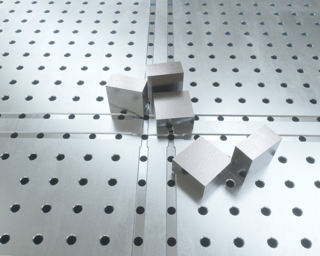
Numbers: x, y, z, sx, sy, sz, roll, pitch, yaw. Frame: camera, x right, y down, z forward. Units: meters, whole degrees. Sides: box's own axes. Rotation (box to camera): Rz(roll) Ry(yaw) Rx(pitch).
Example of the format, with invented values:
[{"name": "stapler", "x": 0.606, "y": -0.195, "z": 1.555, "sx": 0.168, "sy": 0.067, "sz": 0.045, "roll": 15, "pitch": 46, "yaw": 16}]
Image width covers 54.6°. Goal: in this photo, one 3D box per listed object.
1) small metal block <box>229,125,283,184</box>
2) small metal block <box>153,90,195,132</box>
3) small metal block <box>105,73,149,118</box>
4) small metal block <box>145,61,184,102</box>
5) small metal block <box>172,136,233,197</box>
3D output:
[{"name": "small metal block", "x": 0.111, "y": 0.031, "z": 0.366, "sx": 0.050, "sy": 0.050, "sz": 0.025, "roll": -31, "pitch": 57, "yaw": -23}, {"name": "small metal block", "x": 0.018, "y": -0.024, "z": 0.428, "sx": 0.050, "sy": 0.025, "sz": 0.050, "roll": -5, "pitch": 50, "yaw": -4}, {"name": "small metal block", "x": -0.044, "y": -0.044, "z": 0.429, "sx": 0.050, "sy": 0.050, "sz": 0.025, "roll": 11, "pitch": 51, "yaw": 9}, {"name": "small metal block", "x": 0.006, "y": -0.066, "z": 0.447, "sx": 0.050, "sy": 0.050, "sz": 0.025, "roll": -7, "pitch": 51, "yaw": -6}, {"name": "small metal block", "x": 0.050, "y": 0.045, "z": 0.371, "sx": 0.050, "sy": 0.025, "sz": 0.050, "roll": -37, "pitch": 59, "yaw": -27}]
